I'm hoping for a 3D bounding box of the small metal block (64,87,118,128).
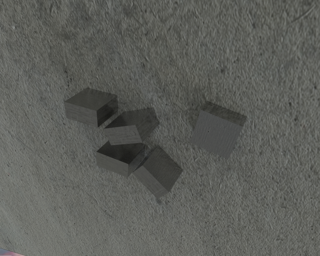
[{"bbox_3d":[-0.092,-0.029,0.421,0.050,0.050,0.025,16,125,19],"label":"small metal block"}]

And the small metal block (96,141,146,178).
[{"bbox_3d":[-0.055,0.038,0.444,0.050,0.050,0.025,19,126,17],"label":"small metal block"}]

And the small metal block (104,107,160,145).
[{"bbox_3d":[-0.036,-0.002,0.408,0.050,0.050,0.025,-6,115,31],"label":"small metal block"}]

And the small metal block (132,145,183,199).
[{"bbox_3d":[-0.002,0.060,0.429,0.050,0.050,0.025,46,129,-4],"label":"small metal block"}]

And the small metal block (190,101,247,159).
[{"bbox_3d":[0.069,0.002,0.372,0.050,0.025,0.050,24,127,13],"label":"small metal block"}]
